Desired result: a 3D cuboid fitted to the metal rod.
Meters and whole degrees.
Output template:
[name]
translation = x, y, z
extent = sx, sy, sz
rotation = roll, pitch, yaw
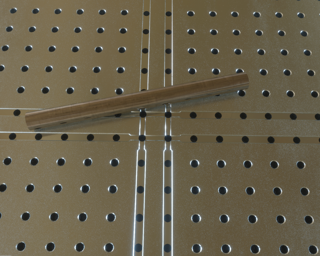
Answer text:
[metal rod]
translation = -0.027, -0.038, 0.425
extent = 0.302, 0.025, 0.025
rotation = -11, 71, -5
